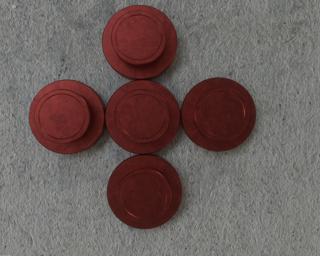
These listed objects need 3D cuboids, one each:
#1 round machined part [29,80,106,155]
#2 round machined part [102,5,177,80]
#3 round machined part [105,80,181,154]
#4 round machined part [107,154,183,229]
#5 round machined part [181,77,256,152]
[{"bbox_3d":[-0.121,-0.014,0.401,0.099,0.042,0.097,0,90,-1],"label":"round machined part"},{"bbox_3d":[-0.027,-0.112,0.402,0.099,0.042,0.097,0,90,-1],"label":"round machined part"},{"bbox_3d":[-0.022,-0.014,0.402,0.099,0.042,0.097,0,90,-1],"label":"round machined part"},{"bbox_3d":[-0.020,0.083,0.402,0.099,0.042,0.097,0,90,-1],"label":"round machined part"},{"bbox_3d":[0.077,-0.018,0.404,0.099,0.042,0.097,0,90,-1],"label":"round machined part"}]
